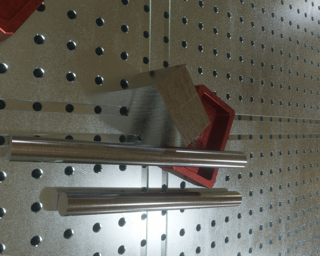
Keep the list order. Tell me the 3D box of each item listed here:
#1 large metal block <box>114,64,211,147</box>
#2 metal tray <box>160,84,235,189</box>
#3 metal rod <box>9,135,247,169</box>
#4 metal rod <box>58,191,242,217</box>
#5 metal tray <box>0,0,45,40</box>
[{"bbox_3d":[0.003,-0.025,0.377,0.050,0.080,0.080,-41,116,-32],"label":"large metal block"},{"bbox_3d":[0.059,0.013,0.457,0.090,0.030,0.130,32,70,-36],"label":"metal tray"},{"bbox_3d":[-0.013,0.033,0.370,0.302,0.025,0.025,6,86,-31],"label":"metal rod"},{"bbox_3d":[0.012,0.099,0.421,0.302,0.025,0.025,10,84,-40],"label":"metal rod"},{"bbox_3d":[-0.141,-0.159,0.287,0.090,0.030,0.130,44,64,-32],"label":"metal tray"}]
